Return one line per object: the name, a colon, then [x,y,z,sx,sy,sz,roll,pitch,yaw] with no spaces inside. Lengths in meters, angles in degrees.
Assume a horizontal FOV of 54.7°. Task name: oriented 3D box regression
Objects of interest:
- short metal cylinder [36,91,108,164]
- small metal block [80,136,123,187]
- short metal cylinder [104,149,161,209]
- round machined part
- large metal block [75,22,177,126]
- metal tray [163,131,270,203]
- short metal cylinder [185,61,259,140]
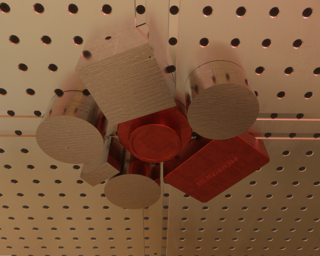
short metal cylinder: [-0.108,0.000,0.393,0.081,0.050,0.079,0,130,0]
small metal block: [-0.080,0.046,0.433,0.050,0.050,0.025,-30,124,23]
short metal cylinder: [-0.039,0.076,0.458,0.081,0.050,0.079,0,130,0]
round machined part: [-0.007,0.008,0.406,0.099,0.042,0.097,0,130,0]
large metal block: [-0.034,-0.058,0.346,0.080,0.050,0.080,-17,128,13]
metal tray: [0.078,0.051,0.451,0.090,0.030,0.129,33,122,-25]
short metal cylinder: [0.071,-0.032,0.368,0.081,0.050,0.079,0,130,0]
